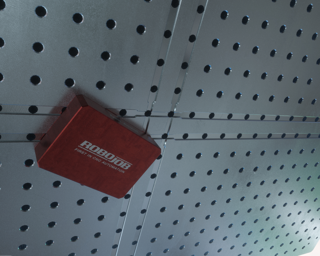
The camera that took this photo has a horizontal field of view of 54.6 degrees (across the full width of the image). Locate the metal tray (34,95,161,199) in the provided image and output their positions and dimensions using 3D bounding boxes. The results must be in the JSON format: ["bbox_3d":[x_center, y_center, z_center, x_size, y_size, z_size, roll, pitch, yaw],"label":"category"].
[{"bbox_3d":[-0.072,0.029,0.386,0.130,0.030,0.090,34,99,-39],"label":"metal tray"}]
